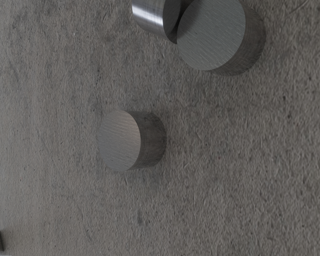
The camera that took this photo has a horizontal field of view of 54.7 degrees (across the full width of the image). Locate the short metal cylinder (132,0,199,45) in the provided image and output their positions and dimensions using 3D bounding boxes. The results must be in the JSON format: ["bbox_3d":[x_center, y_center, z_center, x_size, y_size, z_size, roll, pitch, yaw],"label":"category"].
[{"bbox_3d":[0.015,-0.143,0.357,0.050,0.081,0.079,34,111,35],"label":"short metal cylinder"}]

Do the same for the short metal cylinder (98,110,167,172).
[{"bbox_3d":[-0.038,0.016,0.420,0.080,0.050,0.080,0,90,40],"label":"short metal cylinder"}]

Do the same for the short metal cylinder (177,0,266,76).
[{"bbox_3d":[0.066,-0.099,0.335,0.080,0.050,0.080,0,90,40],"label":"short metal cylinder"}]

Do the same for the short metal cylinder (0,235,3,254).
[{"bbox_3d":[-0.406,0.272,0.705,0.080,0.081,0.050,-34,69,35],"label":"short metal cylinder"}]
